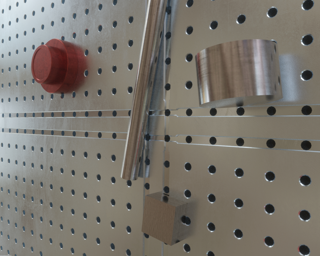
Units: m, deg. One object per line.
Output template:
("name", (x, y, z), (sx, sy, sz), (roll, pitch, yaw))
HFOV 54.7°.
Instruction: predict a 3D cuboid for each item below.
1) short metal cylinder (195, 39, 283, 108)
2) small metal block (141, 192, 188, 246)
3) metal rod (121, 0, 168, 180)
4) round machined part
("short metal cylinder", (0.077, -0.050, 0.309), (0.080, 0.081, 0.050), (-7, 85, 39))
("small metal block", (0.005, 0.117, 0.403), (0.050, 0.025, 0.050), (11, 97, 39))
("metal rod", (-0.019, -0.075, 0.422), (0.025, 0.025, 0.298), (16, 100, 38))
("round machined part", (-0.194, -0.111, 0.555), (0.098, 0.042, 0.097), (0, 90, 39))
